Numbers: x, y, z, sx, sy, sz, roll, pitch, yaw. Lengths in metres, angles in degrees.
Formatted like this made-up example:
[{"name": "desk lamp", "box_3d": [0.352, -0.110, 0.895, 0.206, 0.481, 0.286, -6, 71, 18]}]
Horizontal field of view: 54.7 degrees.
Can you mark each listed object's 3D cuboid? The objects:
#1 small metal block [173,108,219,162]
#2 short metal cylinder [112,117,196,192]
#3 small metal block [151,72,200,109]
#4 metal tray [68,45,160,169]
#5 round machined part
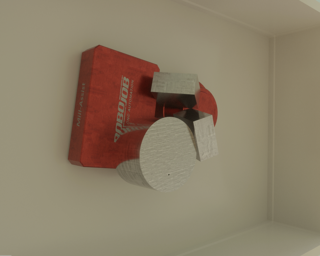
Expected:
[{"name": "small metal block", "box_3d": [0.043, 0.007, 0.375, 0.025, 0.050, 0.050, -19, 110, -20]}, {"name": "short metal cylinder", "box_3d": [-0.005, 0.028, 0.347, 0.081, 0.050, 0.079, 0, 90, -40]}, {"name": "small metal block", "box_3d": [0.021, -0.045, 0.374, 0.050, 0.050, 0.025, 54, 43, -71]}, {"name": "metal tray", "box_3d": [-0.050, -0.019, 0.358, 0.091, 0.030, 0.129, 10, 84, -40]}, {"name": "round machined part", "box_3d": [0.043, -0.021, 0.431, 0.099, 0.042, 0.097, 0, 90, -40]}]
